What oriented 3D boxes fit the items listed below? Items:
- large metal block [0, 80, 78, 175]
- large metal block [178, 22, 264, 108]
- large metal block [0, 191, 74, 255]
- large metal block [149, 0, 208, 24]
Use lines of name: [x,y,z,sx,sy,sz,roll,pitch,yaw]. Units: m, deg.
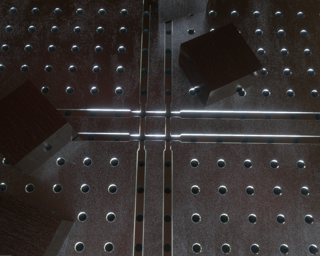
large metal block: [-0.168,0.000,0.396,0.080,0.050,0.080,-42,76,-14]
large metal block: [0.082,-0.087,0.431,0.080,0.050,0.080,-25,72,-9]
large metal block: [-0.158,0.127,0.350,0.080,0.050,0.080,22,71,7]
large metal block: [0.027,-0.210,0.460,0.081,0.080,0.050,-18,71,-7]
